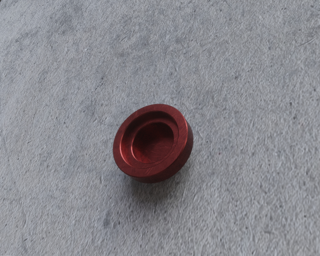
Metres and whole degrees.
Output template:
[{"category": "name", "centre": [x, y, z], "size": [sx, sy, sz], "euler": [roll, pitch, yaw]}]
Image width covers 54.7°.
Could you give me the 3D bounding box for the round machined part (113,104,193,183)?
[{"category": "round machined part", "centre": [-0.005, 0.022, 0.382], "size": [0.098, 0.042, 0.098], "euler": [-13, 56, 20]}]
